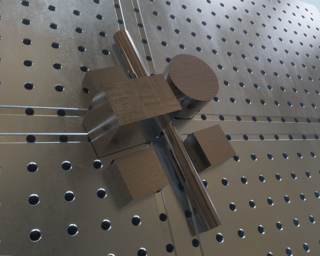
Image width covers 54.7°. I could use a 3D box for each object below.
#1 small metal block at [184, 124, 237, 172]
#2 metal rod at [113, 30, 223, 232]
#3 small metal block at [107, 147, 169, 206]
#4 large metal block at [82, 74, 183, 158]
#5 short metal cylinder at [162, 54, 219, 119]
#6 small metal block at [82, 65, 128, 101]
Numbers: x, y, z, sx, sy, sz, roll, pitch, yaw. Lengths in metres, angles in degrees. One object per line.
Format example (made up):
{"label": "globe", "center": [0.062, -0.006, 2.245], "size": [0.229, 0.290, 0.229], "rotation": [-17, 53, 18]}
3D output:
{"label": "small metal block", "center": [0.070, 0.027, 0.431], "size": [0.050, 0.025, 0.050], "rotation": [-16, 70, -35]}
{"label": "metal rod", "center": [0.003, -0.009, 0.416], "size": [0.025, 0.025, 0.299], "rotation": [-13, 69, -34]}
{"label": "small metal block", "center": [-0.026, 0.055, 0.362], "size": [0.050, 0.025, 0.050], "rotation": [-17, 71, -35]}
{"label": "large metal block", "center": [-0.035, -0.014, 0.362], "size": [0.081, 0.080, 0.050], "rotation": [-17, 71, -35]}
{"label": "short metal cylinder", "center": [0.038, -0.060, 0.450], "size": [0.081, 0.050, 0.080], "rotation": [14, 56, -21]}
{"label": "small metal block", "center": [-0.066, -0.051, 0.405], "size": [0.050, 0.025, 0.050], "rotation": [-19, 72, -36]}
